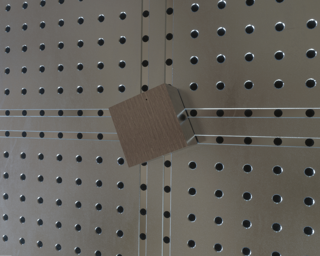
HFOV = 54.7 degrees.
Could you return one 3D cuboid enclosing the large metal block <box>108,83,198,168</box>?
[{"bbox_3d":[-0.008,-0.002,0.398,0.080,0.050,0.080,-22,83,18],"label":"large metal block"}]
